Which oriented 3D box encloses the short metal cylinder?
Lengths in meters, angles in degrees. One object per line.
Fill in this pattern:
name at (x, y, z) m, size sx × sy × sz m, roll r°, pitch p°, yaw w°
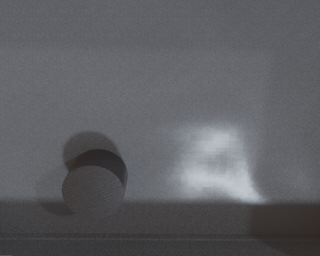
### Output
short metal cylinder at (-0.087, 0.076, 0.425) m, size 0.081 × 0.050 × 0.079 m, roll 0°, pitch 110°, yaw -1°
